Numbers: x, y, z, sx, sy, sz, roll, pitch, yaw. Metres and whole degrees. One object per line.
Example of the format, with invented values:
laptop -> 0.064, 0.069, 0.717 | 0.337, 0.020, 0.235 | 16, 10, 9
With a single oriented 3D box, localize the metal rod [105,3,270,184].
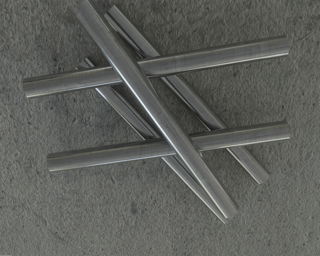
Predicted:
metal rod -> 0.043, -0.033, 0.399 | 0.025, 0.025, 0.300 | -41, 106, 13

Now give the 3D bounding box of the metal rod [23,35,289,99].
metal rod -> -0.007, -0.070, 0.359 | 0.302, 0.025, 0.025 | -9, 110, 2

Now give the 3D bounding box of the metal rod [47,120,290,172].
metal rod -> 0.009, 0.024, 0.394 | 0.302, 0.025, 0.025 | -8, 110, 2

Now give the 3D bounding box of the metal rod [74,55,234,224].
metal rod -> 0.002, 0.026, 0.420 | 0.025, 0.025, 0.300 | -39, 106, 13

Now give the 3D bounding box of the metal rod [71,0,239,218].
metal rod -> 0.006, -0.009, 0.355 | 0.025, 0.025, 0.299 | -33, 107, 11
